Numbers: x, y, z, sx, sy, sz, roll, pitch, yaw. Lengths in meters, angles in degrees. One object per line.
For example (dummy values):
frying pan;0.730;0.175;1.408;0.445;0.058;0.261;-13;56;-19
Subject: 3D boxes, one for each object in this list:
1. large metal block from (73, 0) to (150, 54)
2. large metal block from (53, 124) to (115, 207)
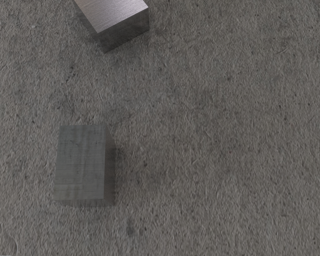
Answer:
large metal block;-0.072;-0.170;0.456;0.080;0.050;0.080;-32;73;-11
large metal block;-0.083;0.048;0.361;0.050;0.080;0.080;-2;70;-1
